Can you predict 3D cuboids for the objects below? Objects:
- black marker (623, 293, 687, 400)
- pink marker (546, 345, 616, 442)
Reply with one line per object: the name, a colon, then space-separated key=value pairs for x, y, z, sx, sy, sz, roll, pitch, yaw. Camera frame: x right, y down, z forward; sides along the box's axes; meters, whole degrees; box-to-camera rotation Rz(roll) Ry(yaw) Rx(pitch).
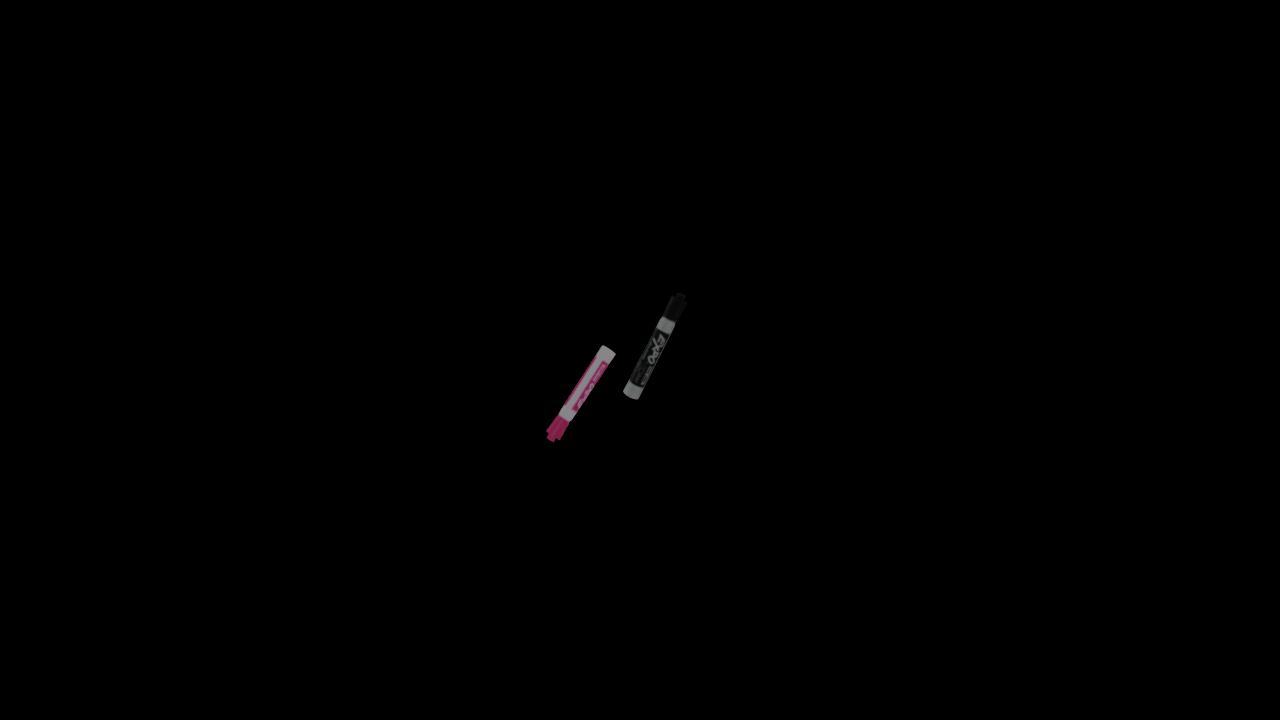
black marker: x=0.016 y=-0.015 z=0.643 sx=0.020 sy=0.121 sz=0.020 roll=25 pitch=13 yaw=-6
pink marker: x=-0.067 y=0.038 z=0.688 sx=0.020 sy=0.121 sz=0.020 roll=32 pitch=-7 yaw=5
